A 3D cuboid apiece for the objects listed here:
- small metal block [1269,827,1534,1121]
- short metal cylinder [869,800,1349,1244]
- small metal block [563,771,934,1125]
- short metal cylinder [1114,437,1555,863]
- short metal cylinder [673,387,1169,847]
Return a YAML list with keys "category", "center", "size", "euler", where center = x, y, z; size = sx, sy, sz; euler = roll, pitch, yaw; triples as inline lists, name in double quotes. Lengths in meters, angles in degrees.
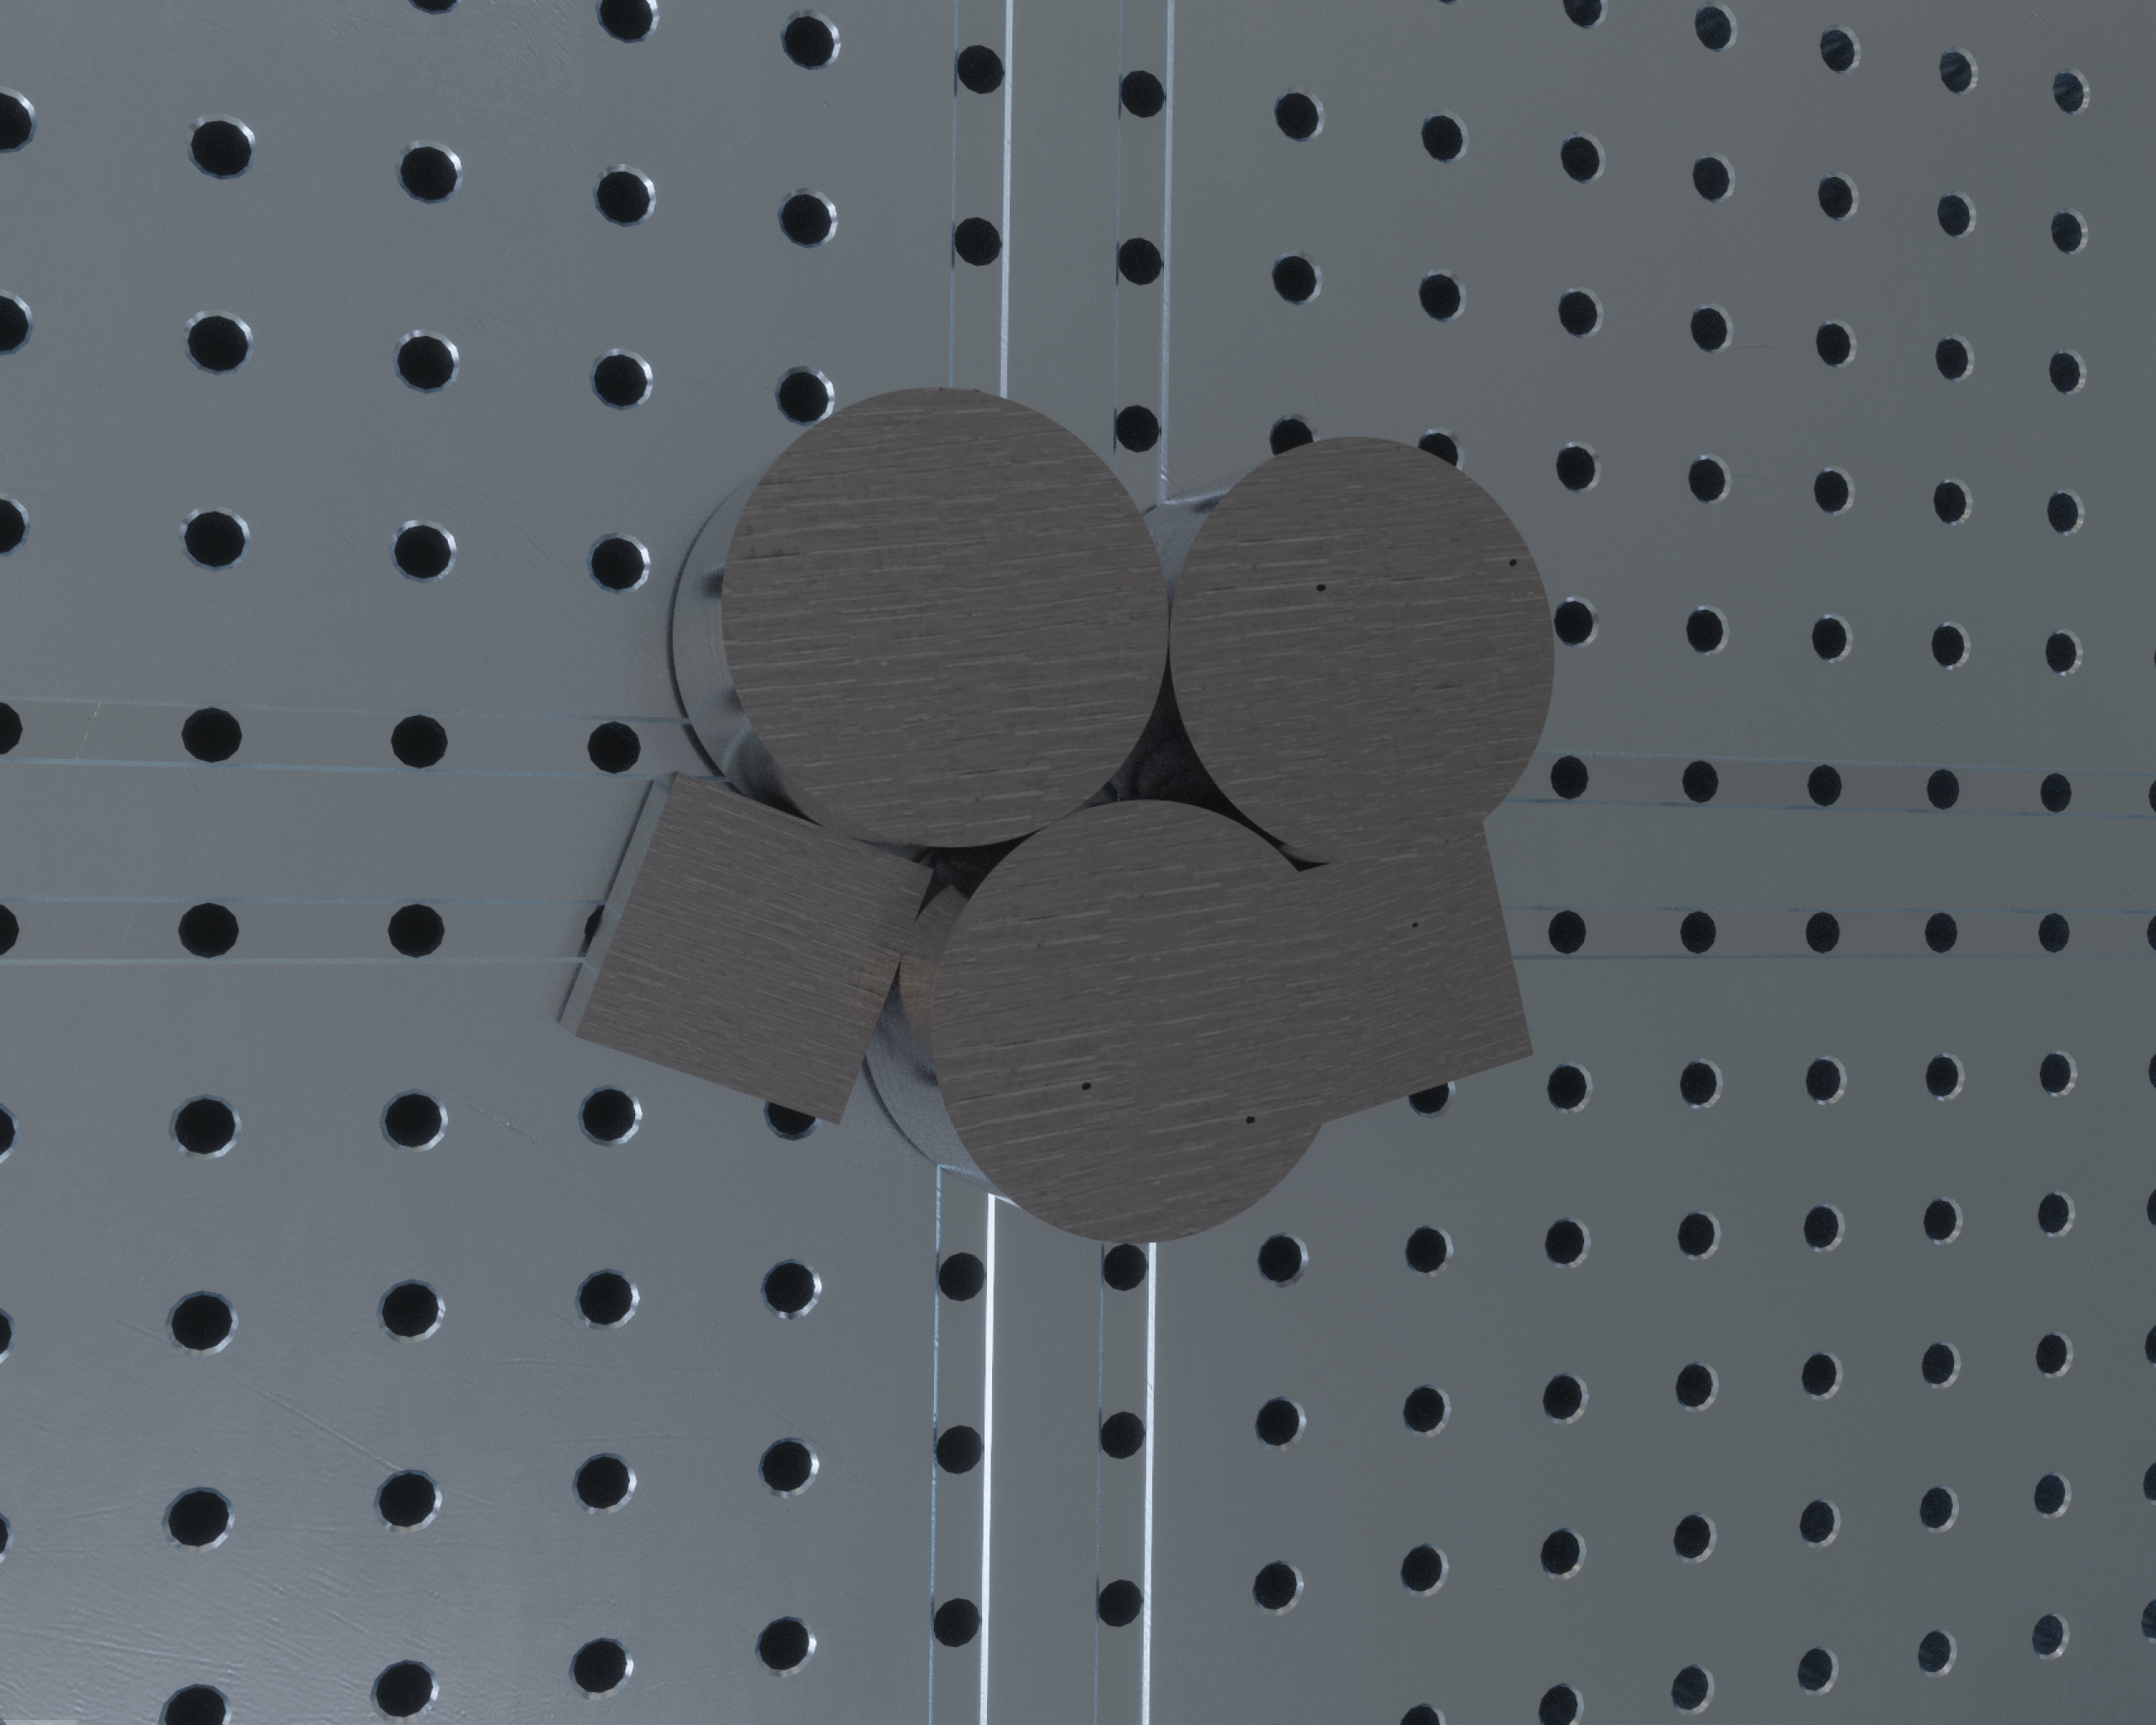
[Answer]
- category: "small metal block"
  center: [0.061, 0.022, 0.432]
  size: [0.050, 0.025, 0.050]
  euler: [-15, 95, -20]
- category: "short metal cylinder"
  center: [0.004, 0.028, 0.397]
  size: [0.081, 0.050, 0.079]
  euler: [0, 90, -20]
- category: "small metal block"
  center: [-0.061, 0.016, 0.386]
  size: [0.050, 0.025, 0.050]
  euler: [22, 83, -19]
- category: "short metal cylinder"
  center: [0.046, -0.040, 0.412]
  size: [0.081, 0.050, 0.079]
  euler: [0, 90, -20]
- category: "short metal cylinder"
  center: [-0.030, -0.043, 0.384]
  size: [0.081, 0.050, 0.079]
  euler: [0, 90, -20]
